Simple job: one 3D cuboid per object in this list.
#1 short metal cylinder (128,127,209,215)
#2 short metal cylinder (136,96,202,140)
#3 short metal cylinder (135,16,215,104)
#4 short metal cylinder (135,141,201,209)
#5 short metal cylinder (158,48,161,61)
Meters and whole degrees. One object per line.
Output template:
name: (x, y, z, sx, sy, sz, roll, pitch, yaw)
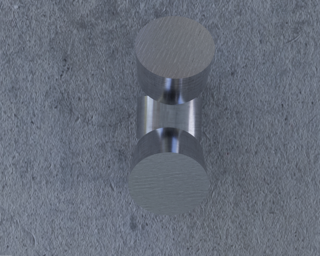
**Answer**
short metal cylinder: (0.009, 0.046, 0.332, 0.080, 0.050, 0.079, 0, 118, 1)
short metal cylinder: (0.012, -0.011, 0.384, 0.081, 0.080, 0.050, 2, 90, 0)
short metal cylinder: (0.015, -0.072, 0.334, 0.081, 0.050, 0.080, 1, 65, -1)
short metal cylinder: (0.010, 0.058, 0.399, 0.081, 0.050, 0.080, 0, 90, 0)
short metal cylinder: (0.012, -0.077, 0.399, 0.081, 0.050, 0.080, 0, 90, 0)
